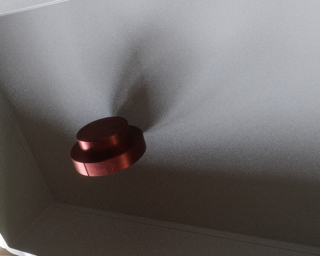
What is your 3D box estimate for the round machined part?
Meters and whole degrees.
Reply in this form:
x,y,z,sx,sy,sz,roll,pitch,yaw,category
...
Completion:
x,y,z,sx,sy,sz,roll,pitch,yaw,category
-0.071,0.018,0.411,0.098,0.098,0.042,1,119,28,round machined part
